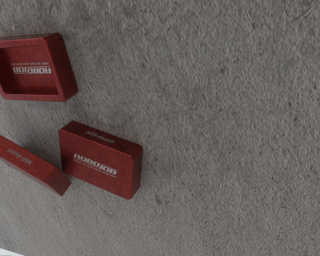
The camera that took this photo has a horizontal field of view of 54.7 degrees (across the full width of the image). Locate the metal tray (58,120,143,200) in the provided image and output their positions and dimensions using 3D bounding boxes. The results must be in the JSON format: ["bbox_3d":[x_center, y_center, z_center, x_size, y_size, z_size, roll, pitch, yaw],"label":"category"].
[{"bbox_3d":[-0.094,0.050,0.484,0.130,0.030,0.089,19,126,17],"label":"metal tray"}]

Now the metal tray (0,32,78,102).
[{"bbox_3d":[-0.189,-0.086,0.450,0.130,0.030,0.089,4,121,26],"label":"metal tray"}]

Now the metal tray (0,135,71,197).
[{"bbox_3d":[-0.225,0.066,0.536,0.130,0.030,0.090,26,157,12],"label":"metal tray"}]
